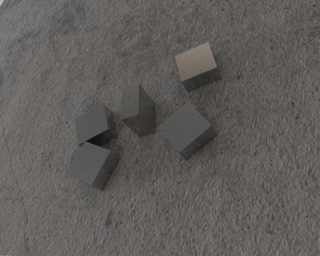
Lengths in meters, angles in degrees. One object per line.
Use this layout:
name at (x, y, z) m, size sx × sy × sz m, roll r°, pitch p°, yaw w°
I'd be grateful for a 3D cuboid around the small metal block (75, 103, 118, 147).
small metal block at (-0.094, 0.000, 0.453) m, size 0.050 × 0.025 × 0.050 m, roll -27°, pitch 52°, yaw 11°

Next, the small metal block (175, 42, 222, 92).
small metal block at (0.053, -0.084, 0.428) m, size 0.050 × 0.025 × 0.050 m, roll -21°, pitch 54°, yaw 16°

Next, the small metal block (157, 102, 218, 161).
small metal block at (0.034, 0.004, 0.384) m, size 0.050 × 0.025 × 0.050 m, roll -40°, pitch 51°, yaw 0°

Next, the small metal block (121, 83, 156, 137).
small metal block at (-0.028, -0.023, 0.416) m, size 0.025 × 0.050 × 0.050 m, roll -15°, pitch 56°, yaw 20°

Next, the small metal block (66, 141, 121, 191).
small metal block at (-0.090, 0.051, 0.420) m, size 0.050 × 0.025 × 0.050 m, roll 16°, pitch 70°, yaw 34°
